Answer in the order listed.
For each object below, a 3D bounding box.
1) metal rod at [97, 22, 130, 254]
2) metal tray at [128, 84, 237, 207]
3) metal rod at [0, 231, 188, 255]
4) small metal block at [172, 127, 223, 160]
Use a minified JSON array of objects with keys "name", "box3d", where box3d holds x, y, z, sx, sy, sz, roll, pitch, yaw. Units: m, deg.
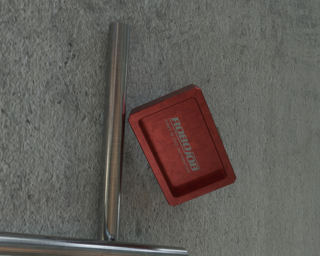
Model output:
[{"name":"metal rod","box3d":[-0.055,0.029,0.360,0.025,0.025,0.298,5,87,-40]},{"name":"metal tray","box3d":[0.028,0.022,0.380,0.090,0.030,0.129,-23,106,5]},{"name":"metal rod","box3d":[-0.096,0.119,0.302,0.302,0.025,0.025,18,78,-31]},{"name":"small metal block","box3d":[0.051,0.020,0.434,0.050,0.050,0.025,-30,110,-36]}]
